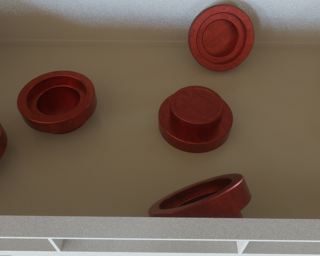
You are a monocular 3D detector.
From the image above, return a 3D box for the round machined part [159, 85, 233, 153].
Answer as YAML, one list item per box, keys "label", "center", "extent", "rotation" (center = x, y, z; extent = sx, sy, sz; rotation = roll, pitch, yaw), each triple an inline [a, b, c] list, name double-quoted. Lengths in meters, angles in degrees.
- label: "round machined part"
  center: [0.047, -0.018, 0.410]
  extent: [0.099, 0.042, 0.098]
  rotation: [0, 50, 0]

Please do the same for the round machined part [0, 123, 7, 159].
- label: "round machined part"
  center: [-0.234, 0.027, 0.370]
  extent: [0.099, 0.042, 0.098]
  rotation: [0, 50, 0]

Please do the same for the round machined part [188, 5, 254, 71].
- label: "round machined part"
  center: [0.093, -0.141, 0.486]
  extent: [0.099, 0.097, 0.042]
  rotation: [-1, 21, -1]

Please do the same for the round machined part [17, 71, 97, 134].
- label: "round machined part"
  center: [-0.135, -0.030, 0.418]
  extent: [0.099, 0.042, 0.098]
  rotation: [0, 50, 0]

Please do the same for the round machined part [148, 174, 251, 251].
- label: "round machined part"
  center: [0.042, 0.082, 0.301]
  extent: [0.099, 0.098, 0.042]
  rotation: [-21, 88, -17]
